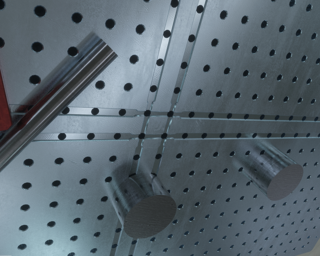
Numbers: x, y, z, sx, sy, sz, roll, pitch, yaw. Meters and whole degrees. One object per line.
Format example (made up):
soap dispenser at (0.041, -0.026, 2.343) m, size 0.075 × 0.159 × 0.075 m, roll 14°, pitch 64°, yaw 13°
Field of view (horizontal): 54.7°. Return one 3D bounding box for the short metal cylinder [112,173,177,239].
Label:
short metal cylinder at (-0.023, 0.113, 0.452) m, size 0.081 × 0.050 × 0.079 m, roll -14°, pitch 124°, yaw -21°

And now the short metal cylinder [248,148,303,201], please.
short metal cylinder at (0.209, 0.084, 0.561) m, size 0.081 × 0.050 × 0.079 m, roll -14°, pitch 124°, yaw -21°

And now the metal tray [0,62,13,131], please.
metal tray at (-0.210, -0.033, 0.272) m, size 0.131 × 0.030 × 0.089 m, roll -11°, pitch 123°, yaw -23°

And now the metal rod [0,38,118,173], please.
metal rod at (-0.161, 0.019, 0.334) m, size 0.300 × 0.025 × 0.025 m, roll -44°, pitch 129°, yaw 2°
